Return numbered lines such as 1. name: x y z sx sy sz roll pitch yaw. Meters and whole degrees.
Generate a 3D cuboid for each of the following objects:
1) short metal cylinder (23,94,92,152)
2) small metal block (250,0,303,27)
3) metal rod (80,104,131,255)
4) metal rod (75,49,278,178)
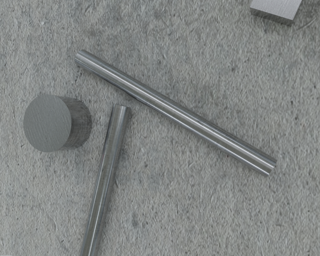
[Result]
1. short metal cylinder: -0.147 -0.007 0.447 0.080 0.050 0.080 0 90 20
2. small metal block: 0.140 -0.153 0.360 0.050 0.025 0.050 25 98 18
3. metal rod: -0.087 0.114 0.439 0.025 0.025 0.298 15 95 19
4. metal rod: 0.008 -0.027 0.406 0.300 0.025 0.025 31 100 17
